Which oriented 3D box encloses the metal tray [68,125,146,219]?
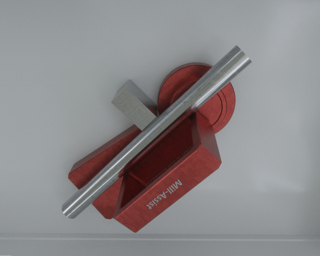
[{"bbox_3d":[-0.047,0.059,0.428,0.130,0.030,0.090,-33,107,11],"label":"metal tray"}]

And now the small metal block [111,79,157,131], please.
[{"bbox_3d":[-0.030,-0.030,0.385,0.025,0.050,0.050,-43,105,14],"label":"small metal block"}]

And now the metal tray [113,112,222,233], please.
[{"bbox_3d":[0.006,0.047,0.352,0.030,0.090,0.130,41,111,-17],"label":"metal tray"}]

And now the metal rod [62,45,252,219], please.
[{"bbox_3d":[-0.016,0.016,0.374,0.299,0.025,0.025,-42,105,18],"label":"metal rod"}]

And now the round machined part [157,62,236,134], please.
[{"bbox_3d":[0.046,-0.031,0.390,0.099,0.042,0.097,0,110,-1],"label":"round machined part"}]
